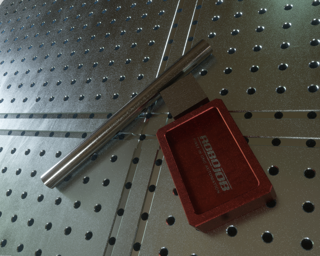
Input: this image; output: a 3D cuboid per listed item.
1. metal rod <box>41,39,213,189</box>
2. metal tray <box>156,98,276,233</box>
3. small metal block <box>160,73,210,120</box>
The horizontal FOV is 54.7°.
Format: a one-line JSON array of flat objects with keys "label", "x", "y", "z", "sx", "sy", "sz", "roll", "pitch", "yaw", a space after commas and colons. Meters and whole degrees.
[{"label": "metal rod", "x": -0.047, "y": -0.020, "z": 0.443, "sx": 0.300, "sy": 0.025, "sz": 0.025, "roll": -40, "pitch": 51, "yaw": 0}, {"label": "metal tray", "x": 0.057, "y": 0.038, "z": 0.350, "sx": 0.090, "sy": 0.030, "sz": 0.130, "roll": -28, "pitch": 52, "yaw": 10}, {"label": "small metal block", "x": 0.034, "y": -0.038, "z": 0.412, "sx": 0.050, "sy": 0.025, "sz": 0.050, "roll": -31, "pitch": 52, "yaw": 7}]
